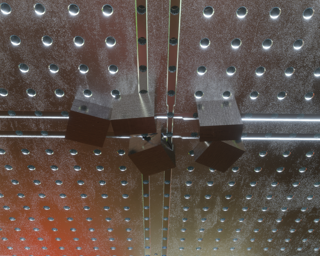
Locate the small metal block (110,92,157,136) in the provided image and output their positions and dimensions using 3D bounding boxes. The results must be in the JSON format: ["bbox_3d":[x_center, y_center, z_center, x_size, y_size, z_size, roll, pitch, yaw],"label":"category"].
[{"bbox_3d":[-0.030,-0.018,0.380,0.050,0.050,0.025,-4,130,4],"label":"small metal block"}]

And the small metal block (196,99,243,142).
[{"bbox_3d":[0.072,-0.010,0.387,0.050,0.050,0.025,-3,130,2],"label":"small metal block"}]

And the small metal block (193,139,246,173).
[{"bbox_3d":[0.083,0.032,0.439,0.050,0.025,0.050,23,127,-18],"label":"small metal block"}]

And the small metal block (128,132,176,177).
[{"bbox_3d":[-0.011,0.039,0.445,0.050,0.025,0.050,-20,128,16],"label":"small metal block"}]

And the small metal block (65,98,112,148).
[{"bbox_3d":[-0.093,-0.006,0.406,0.050,0.025,0.050,15,129,-13],"label":"small metal block"}]
